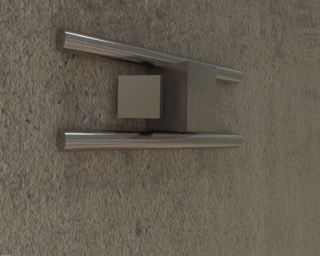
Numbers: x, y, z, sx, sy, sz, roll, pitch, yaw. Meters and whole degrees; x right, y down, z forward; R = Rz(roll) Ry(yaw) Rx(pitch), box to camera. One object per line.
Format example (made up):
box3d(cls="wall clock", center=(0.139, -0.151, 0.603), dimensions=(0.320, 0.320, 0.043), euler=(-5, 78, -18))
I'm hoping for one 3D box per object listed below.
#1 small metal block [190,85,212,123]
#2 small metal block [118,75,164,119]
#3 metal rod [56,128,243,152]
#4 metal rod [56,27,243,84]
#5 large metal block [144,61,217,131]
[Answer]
box3d(cls="small metal block", center=(0.057, -0.033, 0.438), dimensions=(0.025, 0.050, 0.050), euler=(0, 89, 2))
box3d(cls="small metal block", center=(-0.022, -0.036, 0.371), dimensions=(0.025, 0.050, 0.050), euler=(3, 89, -80))
box3d(cls="metal rod", center=(0.012, 0.017, 0.419), dimensions=(0.302, 0.025, 0.025), euler=(2, 89, -40))
box3d(cls="metal rod", center=(0.012, -0.089, 0.418), dimensions=(0.302, 0.025, 0.025), euler=(2, 89, -40))
box3d(cls="large metal block", center=(0.024, -0.036, 0.396), dimensions=(0.050, 0.080, 0.079), euler=(1, 90, -40))
